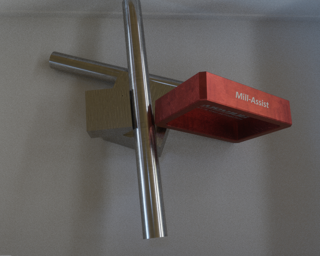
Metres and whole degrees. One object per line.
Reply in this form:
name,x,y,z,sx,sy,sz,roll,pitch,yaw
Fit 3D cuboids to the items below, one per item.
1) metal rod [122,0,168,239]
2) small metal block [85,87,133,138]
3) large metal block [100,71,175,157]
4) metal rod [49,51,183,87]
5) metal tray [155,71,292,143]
metal rod,-0.022,-0.028,0.365,0.025,0.025,0.299,-6,70,-3
small metal block,-0.058,-0.018,0.361,0.050,0.025,0.050,-6,70,-3
large metal block,-0.025,-0.017,0.401,0.080,0.050,0.080,17,71,6
metal rod,-0.006,-0.061,0.431,0.302,0.025,0.025,14,71,4
metal tray,0.071,-0.017,0.352,0.131,0.090,0.030,12,68,-29
